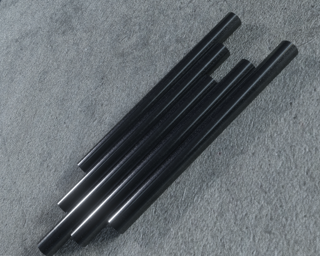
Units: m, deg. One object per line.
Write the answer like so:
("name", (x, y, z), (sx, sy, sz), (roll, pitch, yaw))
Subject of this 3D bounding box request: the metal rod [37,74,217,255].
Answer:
("metal rod", (-0.037, 0.045, 0.396), (0.300, 0.025, 0.025), (-45, 51, -4))

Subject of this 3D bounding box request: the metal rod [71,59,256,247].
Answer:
("metal rod", (0.007, 0.028, 0.383), (0.300, 0.025, 0.025), (-45, 51, -4))

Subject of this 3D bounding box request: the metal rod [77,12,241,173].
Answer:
("metal rod", (0.002, -0.050, 0.434), (0.300, 0.025, 0.025), (-45, 51, -4))

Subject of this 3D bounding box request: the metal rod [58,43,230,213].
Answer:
("metal rod", (-0.019, -0.002, 0.415), (0.300, 0.025, 0.025), (-45, 51, -4))

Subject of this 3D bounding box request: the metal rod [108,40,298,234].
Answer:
("metal rod", (0.054, 0.008, 0.371), (0.300, 0.025, 0.025), (-45, 51, -4))
